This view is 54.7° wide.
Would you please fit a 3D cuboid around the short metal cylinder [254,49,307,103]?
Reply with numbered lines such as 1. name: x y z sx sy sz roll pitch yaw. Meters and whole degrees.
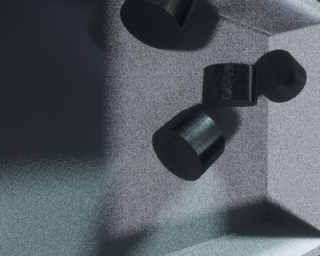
1. short metal cylinder: 0.209 -0.091 0.549 0.050 0.080 0.080 27 73 -37

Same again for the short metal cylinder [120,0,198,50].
1. short metal cylinder: -0.001 -0.140 0.372 0.080 0.080 0.050 38 67 -34

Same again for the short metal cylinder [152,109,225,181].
1. short metal cylinder: 0.036 0.022 0.404 0.050 0.080 0.080 -39 114 -33

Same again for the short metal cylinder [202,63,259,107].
1. short metal cylinder: 0.104 -0.061 0.461 0.081 0.080 0.050 7 86 -40
